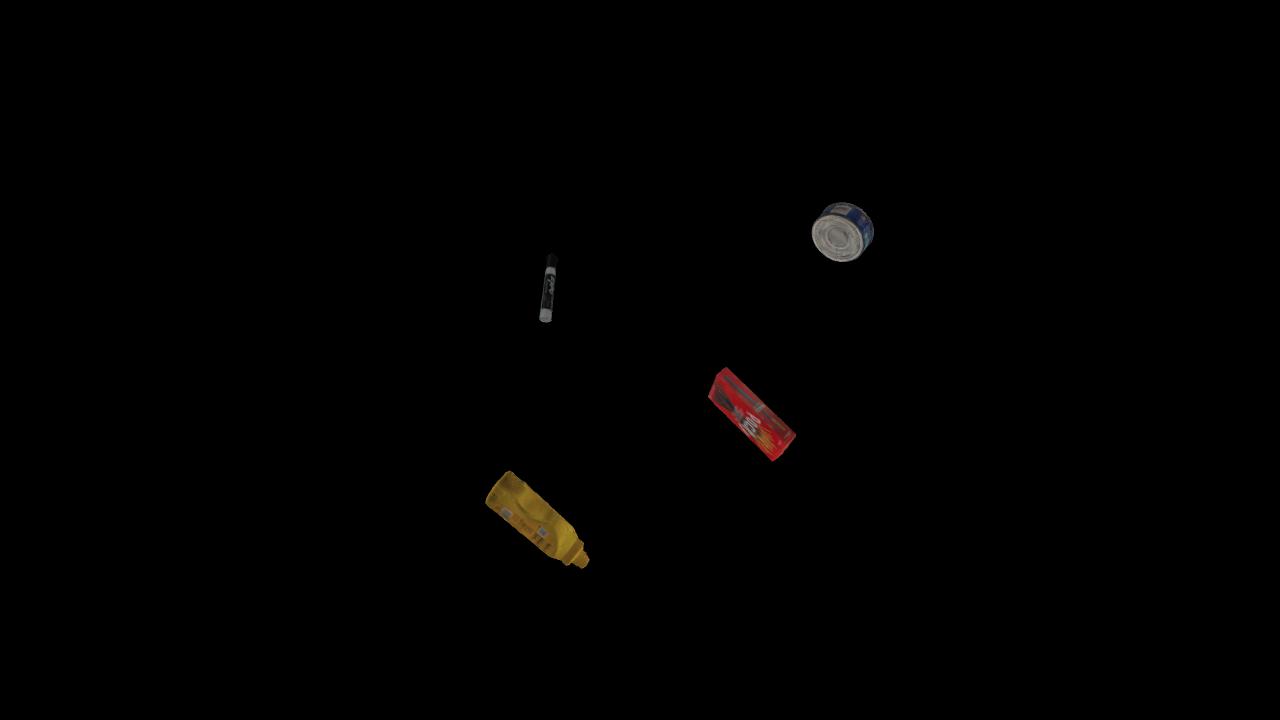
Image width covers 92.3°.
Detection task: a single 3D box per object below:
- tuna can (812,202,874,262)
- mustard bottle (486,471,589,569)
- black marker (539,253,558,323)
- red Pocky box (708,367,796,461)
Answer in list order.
[{"bbox_3d":[0.297,-0.186,0.905,0.084,0.084,0.034,0,40,51],"label":"tuna can"},{"bbox_3d":[-0.151,0.254,0.943,0.054,0.184,0.092,-46,-7,-46],"label":"mustard bottle"},{"bbox_3d":[-0.144,-0.117,0.976,0.020,0.121,0.020,2,-25,1],"label":"black marker"},{"bbox_3d":[0.176,0.088,0.987,0.028,0.155,0.083,-36,-21,-23],"label":"red Pocky box"}]
